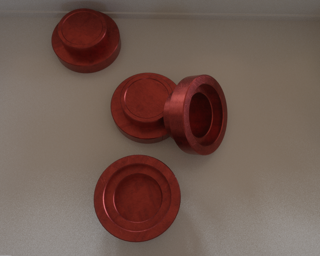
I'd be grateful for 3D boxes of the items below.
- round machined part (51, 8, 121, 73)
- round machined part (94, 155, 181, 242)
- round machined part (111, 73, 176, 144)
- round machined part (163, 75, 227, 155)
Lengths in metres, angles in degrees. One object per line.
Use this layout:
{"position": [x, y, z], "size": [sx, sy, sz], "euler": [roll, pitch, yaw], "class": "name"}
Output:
{"position": [-0.108, -0.132, 0.448], "size": [0.099, 0.042, 0.098], "euler": [0, 70, 0], "class": "round machined part"}
{"position": [-0.025, 0.084, 0.370], "size": [0.099, 0.042, 0.098], "euler": [0, 70, 0], "class": "round machined part"}
{"position": [-0.016, -0.031, 0.412], "size": [0.099, 0.042, 0.098], "euler": [0, 70, 0], "class": "round machined part"}
{"position": [0.042, -0.016, 0.387], "size": [0.042, 0.098, 0.098], "euler": [1, 65, 41], "class": "round machined part"}
